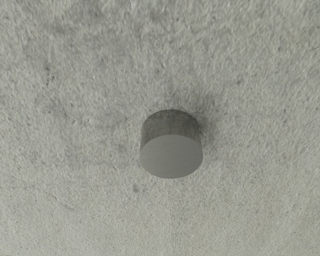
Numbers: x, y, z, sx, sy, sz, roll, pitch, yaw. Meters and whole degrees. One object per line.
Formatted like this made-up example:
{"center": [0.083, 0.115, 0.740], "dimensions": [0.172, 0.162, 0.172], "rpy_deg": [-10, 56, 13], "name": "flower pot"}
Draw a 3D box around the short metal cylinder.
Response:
{"center": [0.014, 0.022, 0.410], "dimensions": [0.081, 0.050, 0.079], "rpy_deg": [0, 130, 0], "name": "short metal cylinder"}
